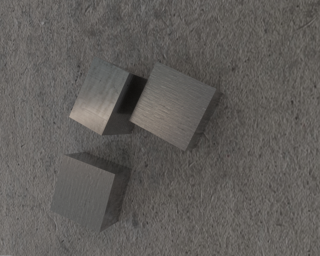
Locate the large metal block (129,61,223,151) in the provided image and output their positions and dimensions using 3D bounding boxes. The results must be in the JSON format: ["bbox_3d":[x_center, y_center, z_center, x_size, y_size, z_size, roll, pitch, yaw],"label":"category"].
[{"bbox_3d":[0.021,-0.027,0.388,0.080,0.050,0.080,29,99,17],"label":"large metal block"}]

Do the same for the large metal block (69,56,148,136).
[{"bbox_3d":[-0.059,-0.038,0.400,0.050,0.080,0.080,28,99,18],"label":"large metal block"}]

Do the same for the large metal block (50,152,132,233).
[{"bbox_3d":[-0.095,0.085,0.429,0.080,0.050,0.080,17,96,19],"label":"large metal block"}]
